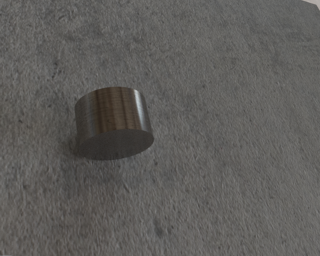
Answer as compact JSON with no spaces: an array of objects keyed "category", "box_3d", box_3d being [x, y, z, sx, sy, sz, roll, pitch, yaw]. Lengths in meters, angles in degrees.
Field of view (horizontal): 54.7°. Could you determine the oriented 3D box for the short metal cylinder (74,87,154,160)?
[{"category":"short metal cylinder","box_3d":[-0.051,-0.002,0.344,0.081,0.080,0.050,1,62,-28]}]
